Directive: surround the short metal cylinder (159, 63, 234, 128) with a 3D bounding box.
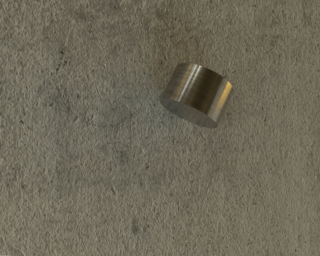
[{"bbox_3d":[0.046,-0.040,0.397,0.080,0.080,0.050,29,81,-18],"label":"short metal cylinder"}]
